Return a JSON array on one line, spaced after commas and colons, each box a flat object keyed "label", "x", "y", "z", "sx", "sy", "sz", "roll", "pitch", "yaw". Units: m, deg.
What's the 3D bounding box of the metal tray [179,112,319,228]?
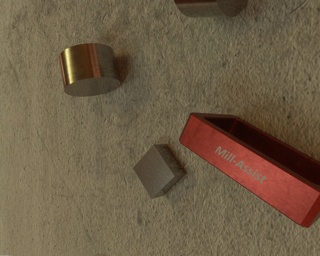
[{"label": "metal tray", "x": 0.093, "y": 0.029, "z": 0.285, "sx": 0.130, "sy": 0.091, "sz": 0.030, "roll": 35, "pitch": 112, "yaw": 34}]

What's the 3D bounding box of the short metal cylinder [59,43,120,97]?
[{"label": "short metal cylinder", "x": -0.103, "y": -0.083, "z": 0.454, "sx": 0.080, "sy": 0.081, "sz": 0.050, "roll": -20, "pitch": 78, "yaw": 38}]

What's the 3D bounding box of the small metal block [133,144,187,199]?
[{"label": "small metal block", "x": -0.001, "y": 0.056, "z": 0.406, "sx": 0.050, "sy": 0.025, "sz": 0.050, "roll": -49, "pitch": 61, "yaw": 28}]

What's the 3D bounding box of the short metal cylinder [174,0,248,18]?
[{"label": "short metal cylinder", "x": 0.055, "y": -0.158, "z": 0.324, "sx": 0.050, "sy": 0.081, "sz": 0.079, "roll": 16, "pitch": 100, "yaw": 39}]
